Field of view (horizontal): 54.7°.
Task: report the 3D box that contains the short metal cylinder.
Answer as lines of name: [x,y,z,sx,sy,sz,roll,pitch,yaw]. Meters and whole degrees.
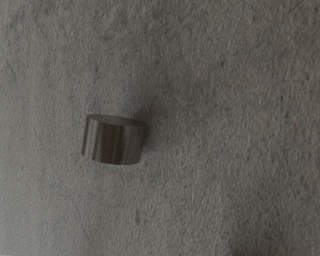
short metal cylinder: [-0.062,0.014,0.418,0.080,0.081,0.050,17,101,38]
